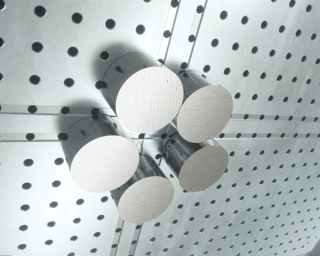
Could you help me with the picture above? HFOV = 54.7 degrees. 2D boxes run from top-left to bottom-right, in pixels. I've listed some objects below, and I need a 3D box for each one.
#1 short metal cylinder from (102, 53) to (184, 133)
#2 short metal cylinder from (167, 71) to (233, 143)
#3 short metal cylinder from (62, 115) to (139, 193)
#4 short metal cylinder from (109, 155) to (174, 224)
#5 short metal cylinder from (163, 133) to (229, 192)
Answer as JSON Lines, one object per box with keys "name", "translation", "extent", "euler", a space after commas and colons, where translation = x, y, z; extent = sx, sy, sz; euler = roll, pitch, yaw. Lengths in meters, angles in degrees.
{"name": "short metal cylinder", "translation": [-0.020, -0.041, 0.358], "extent": [0.081, 0.050, 0.079], "euler": [-14, 125, -21]}
{"name": "short metal cylinder", "translation": [0.046, -0.028, 0.402], "extent": [0.081, 0.050, 0.079], "euler": [-14, 124, -21]}
{"name": "short metal cylinder", "translation": [-0.072, 0.031, 0.374], "extent": [0.081, 0.050, 0.079], "euler": [-14, 125, -21]}
{"name": "short metal cylinder", "translation": [-0.027, 0.085, 0.431], "extent": [0.081, 0.050, 0.079], "euler": [-13, 124, -21]}
{"name": "short metal cylinder", "translation": [0.051, 0.046, 0.450], "extent": [0.081, 0.050, 0.079], "euler": [-14, 126, -20]}
